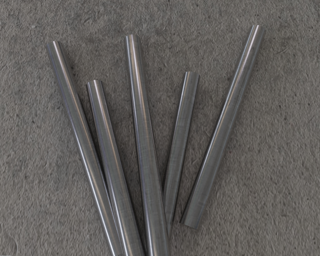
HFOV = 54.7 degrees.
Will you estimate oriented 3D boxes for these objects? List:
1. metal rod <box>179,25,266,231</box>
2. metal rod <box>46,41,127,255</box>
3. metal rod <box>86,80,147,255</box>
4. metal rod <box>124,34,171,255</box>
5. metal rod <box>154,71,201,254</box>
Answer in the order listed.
[{"bbox_3d":[0.090,-0.014,0.413,0.025,0.025,0.300,21,71,7],"label":"metal rod"},{"bbox_3d":[-0.098,0.013,0.402,0.025,0.025,0.299,-20,71,-7],"label":"metal rod"},{"bbox_3d":[-0.049,0.070,0.366,0.025,0.025,0.299,-15,65,-6],"label":"metal rod"},{"bbox_3d":[-0.020,0.005,0.391,0.025,0.025,0.299,-7,65,-3],"label":"metal rod"},{"bbox_3d":[0.014,0.065,0.384,0.025,0.025,0.299,11,70,4],"label":"metal rod"}]
